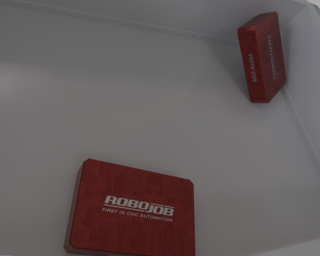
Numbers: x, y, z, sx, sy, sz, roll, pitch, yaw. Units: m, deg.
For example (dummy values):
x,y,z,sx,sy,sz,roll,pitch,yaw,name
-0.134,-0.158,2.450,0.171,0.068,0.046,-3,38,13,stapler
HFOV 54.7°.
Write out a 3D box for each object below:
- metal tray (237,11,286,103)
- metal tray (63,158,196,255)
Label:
x,y,z,sx,sy,sz,roll,pitch,yaw,name
0.175,-0.118,0.521,0.091,0.030,0.129,-40,122,-38,metal tray
-0.027,0.091,0.332,0.131,0.030,0.090,15,56,-20,metal tray
